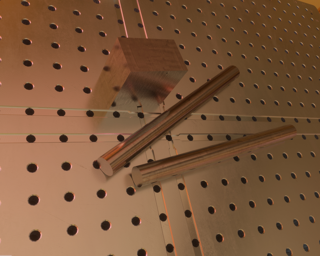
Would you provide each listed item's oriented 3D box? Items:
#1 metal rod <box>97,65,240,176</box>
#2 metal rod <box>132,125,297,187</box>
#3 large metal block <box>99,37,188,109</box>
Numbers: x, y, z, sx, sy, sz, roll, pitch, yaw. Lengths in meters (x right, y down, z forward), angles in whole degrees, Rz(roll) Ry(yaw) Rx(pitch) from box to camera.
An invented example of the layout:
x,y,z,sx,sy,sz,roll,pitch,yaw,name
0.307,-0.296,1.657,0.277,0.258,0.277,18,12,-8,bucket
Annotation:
x,y,z,sx,sy,sz,roll,pitch,yaw,name
0.033,-0.027,0.443,0.025,0.025,0.302,49,51,6,metal rod
0.097,0.031,0.443,0.303,0.025,0.025,-12,68,-33,metal rod
-0.024,-0.070,0.404,0.081,0.080,0.050,-8,66,-32,large metal block
